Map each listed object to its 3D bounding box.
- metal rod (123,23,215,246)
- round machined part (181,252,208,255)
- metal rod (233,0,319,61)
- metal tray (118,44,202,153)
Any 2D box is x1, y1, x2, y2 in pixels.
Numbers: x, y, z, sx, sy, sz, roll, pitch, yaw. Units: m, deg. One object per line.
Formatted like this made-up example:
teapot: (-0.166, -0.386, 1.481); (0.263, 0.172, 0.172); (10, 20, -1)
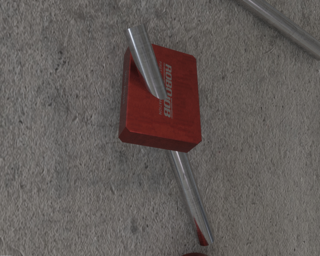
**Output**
metal rod: (0.018, 0.023, 0.388); (0.025, 0.025, 0.298); (-25, 109, -18)
round machined part: (0.041, 0.216, 0.416); (0.099, 0.042, 0.097); (0, 90, -20)
metal rod: (0.138, -0.185, 0.459); (0.301, 0.025, 0.025); (27, 81, -18)
metal tray: (0.001, -0.040, 0.378); (0.091, 0.030, 0.130); (11, 60, -20)
